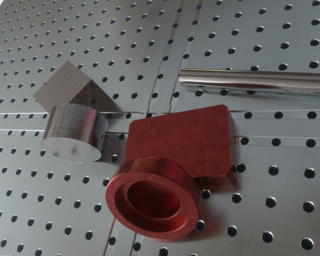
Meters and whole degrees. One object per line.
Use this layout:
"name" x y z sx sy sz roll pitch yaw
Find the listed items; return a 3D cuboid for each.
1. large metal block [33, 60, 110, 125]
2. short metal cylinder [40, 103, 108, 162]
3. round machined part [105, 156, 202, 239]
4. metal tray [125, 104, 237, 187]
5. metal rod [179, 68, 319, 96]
"large metal block" -0.142 -0.050 0.495 0.080 0.050 0.080 -48 52 -6
"short metal cylinder" -0.116 0.009 0.427 0.080 0.080 0.050 -7 59 24
"round machined part" -0.004 0.069 0.328 0.098 0.098 0.042 -10 30 23
"metal tray" 0.022 0.026 0.376 0.130 0.030 0.090 -9 58 22
"metal rod" 0.160 -0.051 0.355 0.300 0.025 0.025 9 66 31
